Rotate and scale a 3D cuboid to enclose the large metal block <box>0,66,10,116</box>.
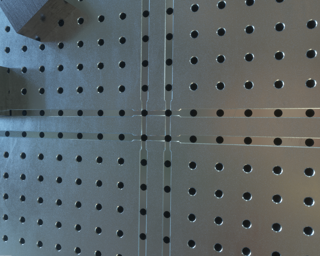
[{"bbox_3d":[-0.296,-0.058,0.501,0.080,0.050,0.079,-3,89,19],"label":"large metal block"}]

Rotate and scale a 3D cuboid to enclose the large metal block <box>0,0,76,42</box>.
[{"bbox_3d":[-0.189,-0.192,0.464,0.080,0.050,0.080,-38,78,16],"label":"large metal block"}]
